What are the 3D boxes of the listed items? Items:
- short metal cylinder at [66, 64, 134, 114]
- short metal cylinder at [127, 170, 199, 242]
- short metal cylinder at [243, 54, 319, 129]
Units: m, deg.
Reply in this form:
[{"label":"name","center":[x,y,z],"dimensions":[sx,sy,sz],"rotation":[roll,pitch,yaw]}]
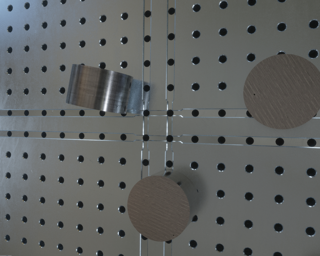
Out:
[{"label":"short metal cylinder","center":[-0.080,-0.051,0.411],"dimensions":[0.080,0.080,0.050],"rotation":[13,95,19]},{"label":"short metal cylinder","center":[0.006,0.097,0.397],"dimensions":[0.080,0.050,0.079],"rotation":[0,90,20]},{"label":"short metal cylinder","center":[0.138,-0.039,0.350],"dimensions":[0.080,0.050,0.079],"rotation":[0,90,20]}]
